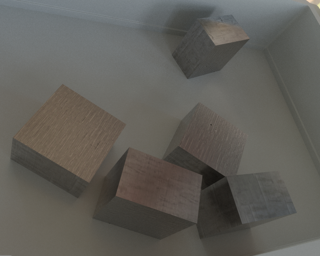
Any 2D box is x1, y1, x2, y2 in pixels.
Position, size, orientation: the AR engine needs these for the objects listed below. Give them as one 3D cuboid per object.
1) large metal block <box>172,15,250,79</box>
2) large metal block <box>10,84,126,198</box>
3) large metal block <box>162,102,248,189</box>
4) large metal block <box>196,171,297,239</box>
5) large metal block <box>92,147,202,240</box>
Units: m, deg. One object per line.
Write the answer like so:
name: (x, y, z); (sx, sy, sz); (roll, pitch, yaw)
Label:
large metal block: (0.079, -0.128, 0.491); (0.081, 0.080, 0.050); (-21, 73, -36)
large metal block: (-0.096, 0.014, 0.330); (0.080, 0.050, 0.080); (33, 51, -7)
large metal block: (0.059, 0.027, 0.405); (0.080, 0.050, 0.080); (34, 51, -6)
large metal block: (0.094, 0.091, 0.365); (0.081, 0.080, 0.050); (0, 62, -29)
large metal block: (-0.014, 0.071, 0.319); (0.080, 0.080, 0.050); (23, 53, -15)
